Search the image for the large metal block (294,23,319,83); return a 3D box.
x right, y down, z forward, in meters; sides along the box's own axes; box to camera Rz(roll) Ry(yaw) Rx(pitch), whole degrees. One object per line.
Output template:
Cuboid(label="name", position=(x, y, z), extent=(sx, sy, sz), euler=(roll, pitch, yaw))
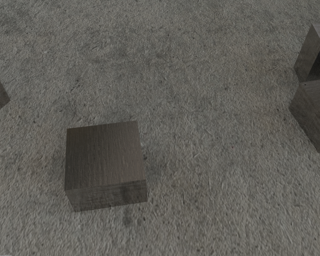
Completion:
Cuboid(label="large metal block", position=(0.257, -0.105, 0.457), extent=(0.080, 0.080, 0.050), euler=(1, 50, 1))

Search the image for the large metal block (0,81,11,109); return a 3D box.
Cuboid(label="large metal block", position=(-0.265, -0.063, 0.419), extent=(0.080, 0.080, 0.050), euler=(23, 54, 18))

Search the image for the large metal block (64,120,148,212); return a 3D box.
Cuboid(label="large metal block", position=(-0.060, 0.042, 0.351), extent=(0.081, 0.050, 0.080), euler=(-7, 50, -6))

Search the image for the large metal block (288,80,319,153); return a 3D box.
Cuboid(label="large metal block", position=(0.232, -0.020, 0.405), extent=(0.081, 0.050, 0.080), euler=(-10, 51, -8))
